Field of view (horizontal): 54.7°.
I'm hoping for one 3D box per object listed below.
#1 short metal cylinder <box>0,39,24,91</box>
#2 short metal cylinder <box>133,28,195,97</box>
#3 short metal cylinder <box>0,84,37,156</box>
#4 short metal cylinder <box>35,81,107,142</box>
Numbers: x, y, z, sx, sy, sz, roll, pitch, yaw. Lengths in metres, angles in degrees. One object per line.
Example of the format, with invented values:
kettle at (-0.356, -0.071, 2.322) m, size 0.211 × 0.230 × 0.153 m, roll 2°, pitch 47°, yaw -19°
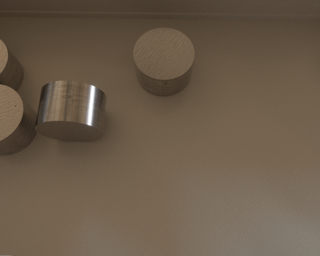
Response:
short metal cylinder at (-0.238, -0.080, 0.424) m, size 0.081 × 0.050 × 0.080 m, roll 0°, pitch 70°, yaw 0°
short metal cylinder at (0.005, -0.090, 0.429) m, size 0.081 × 0.050 × 0.080 m, roll 0°, pitch 70°, yaw 0°
short metal cylinder at (-0.206, -0.009, 0.398) m, size 0.081 × 0.050 × 0.080 m, roll 0°, pitch 70°, yaw 0°
short metal cylinder at (-0.109, -0.018, 0.386) m, size 0.080 × 0.080 × 0.050 m, roll 1°, pitch 70°, yaw 0°
